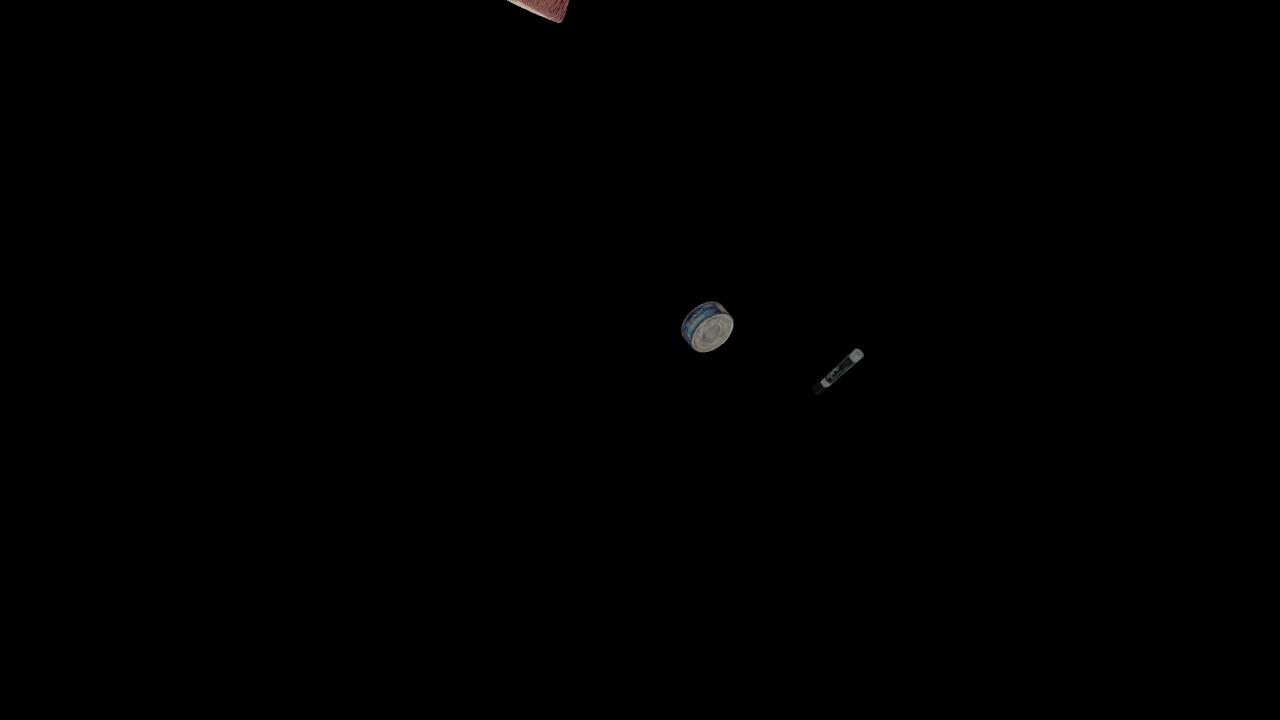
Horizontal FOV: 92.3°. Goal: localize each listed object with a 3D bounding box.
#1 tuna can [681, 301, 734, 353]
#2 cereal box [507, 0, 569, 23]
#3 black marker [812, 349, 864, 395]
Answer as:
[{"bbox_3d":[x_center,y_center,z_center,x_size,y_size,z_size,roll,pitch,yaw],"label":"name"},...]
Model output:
[{"bbox_3d":[0.112,-0.053,1.014,0.084,0.084,0.034,0,39,-34],"label":"tuna can"},{"bbox_3d":[-0.105,-0.471,0.621,0.081,0.203,0.306,21,24,-6],"label":"cereal box"},{"bbox_3d":[0.338,0.023,1.059,0.020,0.020,0.121,0,-36,-31],"label":"black marker"}]
